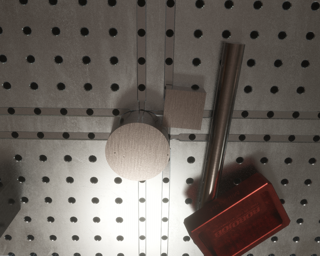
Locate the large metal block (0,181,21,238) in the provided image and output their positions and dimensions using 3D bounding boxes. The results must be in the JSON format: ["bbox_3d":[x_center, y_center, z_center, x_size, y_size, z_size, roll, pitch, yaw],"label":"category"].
[{"bbox_3d":[-0.254,0.119,0.424,0.080,0.080,0.050,-8,110,2],"label":"large metal block"}]

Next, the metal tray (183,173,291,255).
[{"bbox_3d":[0.111,0.134,0.443,0.130,0.030,0.090,-33,115,0],"label":"metal tray"}]

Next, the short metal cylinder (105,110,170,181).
[{"bbox_3d":[-0.028,0.022,0.408,0.081,0.050,0.079,0,110,-1],"label":"short metal cylinder"}]

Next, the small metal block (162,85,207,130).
[{"bbox_3d":[0.030,-0.027,0.404,0.050,0.025,0.050,5,110,-3],"label":"small metal block"}]

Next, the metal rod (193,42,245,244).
[{"bbox_3d":[0.077,0.036,0.427,0.025,0.025,0.298,5,110,-2],"label":"metal rod"}]
